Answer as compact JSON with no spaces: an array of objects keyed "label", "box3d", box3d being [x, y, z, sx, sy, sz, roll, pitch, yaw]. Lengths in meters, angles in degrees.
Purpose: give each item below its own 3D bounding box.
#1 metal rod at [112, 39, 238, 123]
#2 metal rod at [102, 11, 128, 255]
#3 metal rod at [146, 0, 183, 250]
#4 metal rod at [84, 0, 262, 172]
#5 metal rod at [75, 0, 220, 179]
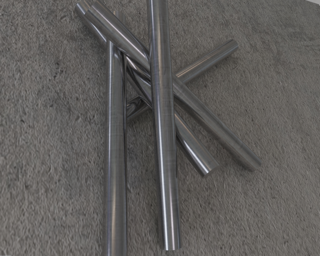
[{"label":"metal rod","box3d":[0.037,-0.079,0.471,0.025,0.025,0.302,49,51,6]},{"label":"metal rod","box3d":[-0.050,-0.004,0.351,0.025,0.025,0.299,7,67,-25]},{"label":"metal rod","box3d":[0.004,-0.020,0.349,0.025,0.025,0.298,0,83,-28]},{"label":"metal rod","box3d":[0.029,-0.041,0.396,0.300,0.025,0.025,42,50,-19]},{"label":"metal rod","box3d":[-0.027,-0.063,0.398,0.025,0.025,0.300,-22,65,-36]}]
